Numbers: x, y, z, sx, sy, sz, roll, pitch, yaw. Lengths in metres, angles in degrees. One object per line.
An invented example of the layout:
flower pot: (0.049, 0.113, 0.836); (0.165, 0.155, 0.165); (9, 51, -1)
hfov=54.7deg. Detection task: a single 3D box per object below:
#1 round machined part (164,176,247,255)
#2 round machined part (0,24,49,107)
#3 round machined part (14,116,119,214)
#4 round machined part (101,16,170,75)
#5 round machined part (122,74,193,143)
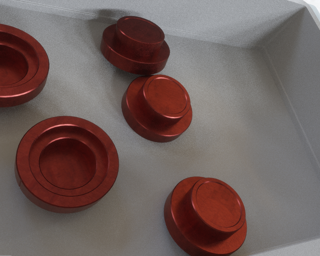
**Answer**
round machined part: (0.058, 0.097, 0.356); (0.099, 0.042, 0.098); (16, 43, -15)
round machined part: (-0.176, -0.064, 0.339); (0.099, 0.042, 0.098); (14, 56, -21)
round machined part: (-0.096, 0.040, 0.320); (0.099, 0.042, 0.098); (14, 56, -21)
round machined part: (-0.032, -0.123, 0.440); (0.099, 0.042, 0.098); (13, 44, -13)
round machined part: (0.002, -0.033, 0.417); (0.099, 0.042, 0.098); (14, 56, -21)
